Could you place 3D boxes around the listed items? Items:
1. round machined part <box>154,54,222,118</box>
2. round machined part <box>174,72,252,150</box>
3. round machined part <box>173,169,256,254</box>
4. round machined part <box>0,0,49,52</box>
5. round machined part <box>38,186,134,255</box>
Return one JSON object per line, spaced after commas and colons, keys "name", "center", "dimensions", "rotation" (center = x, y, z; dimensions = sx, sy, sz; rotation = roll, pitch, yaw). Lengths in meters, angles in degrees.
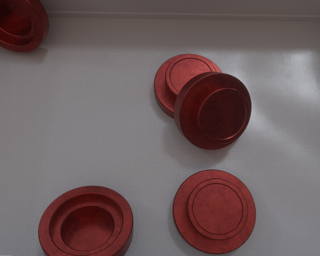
{"name": "round machined part", "center": [0.041, -0.061, 0.423], "dimensions": [0.099, 0.042, 0.098], "rotation": [0, 70, -1]}
{"name": "round machined part", "center": [0.070, -0.018, 0.382], "dimensions": [0.099, 0.042, 0.097], "rotation": [-5, 106, -16]}
{"name": "round machined part", "center": [0.065, 0.097, 0.366], "dimensions": [0.099, 0.042, 0.098], "rotation": [0, 70, -1]}
{"name": "round machined part", "center": [-0.203, -0.159, 0.432], "dimensions": [0.099, 0.097, 0.042], "rotation": [9, 46, 3]}
{"name": "round machined part", "center": [-0.079, 0.115, 0.343], "dimensions": [0.099, 0.042, 0.098], "rotation": [3, 40, -2]}
